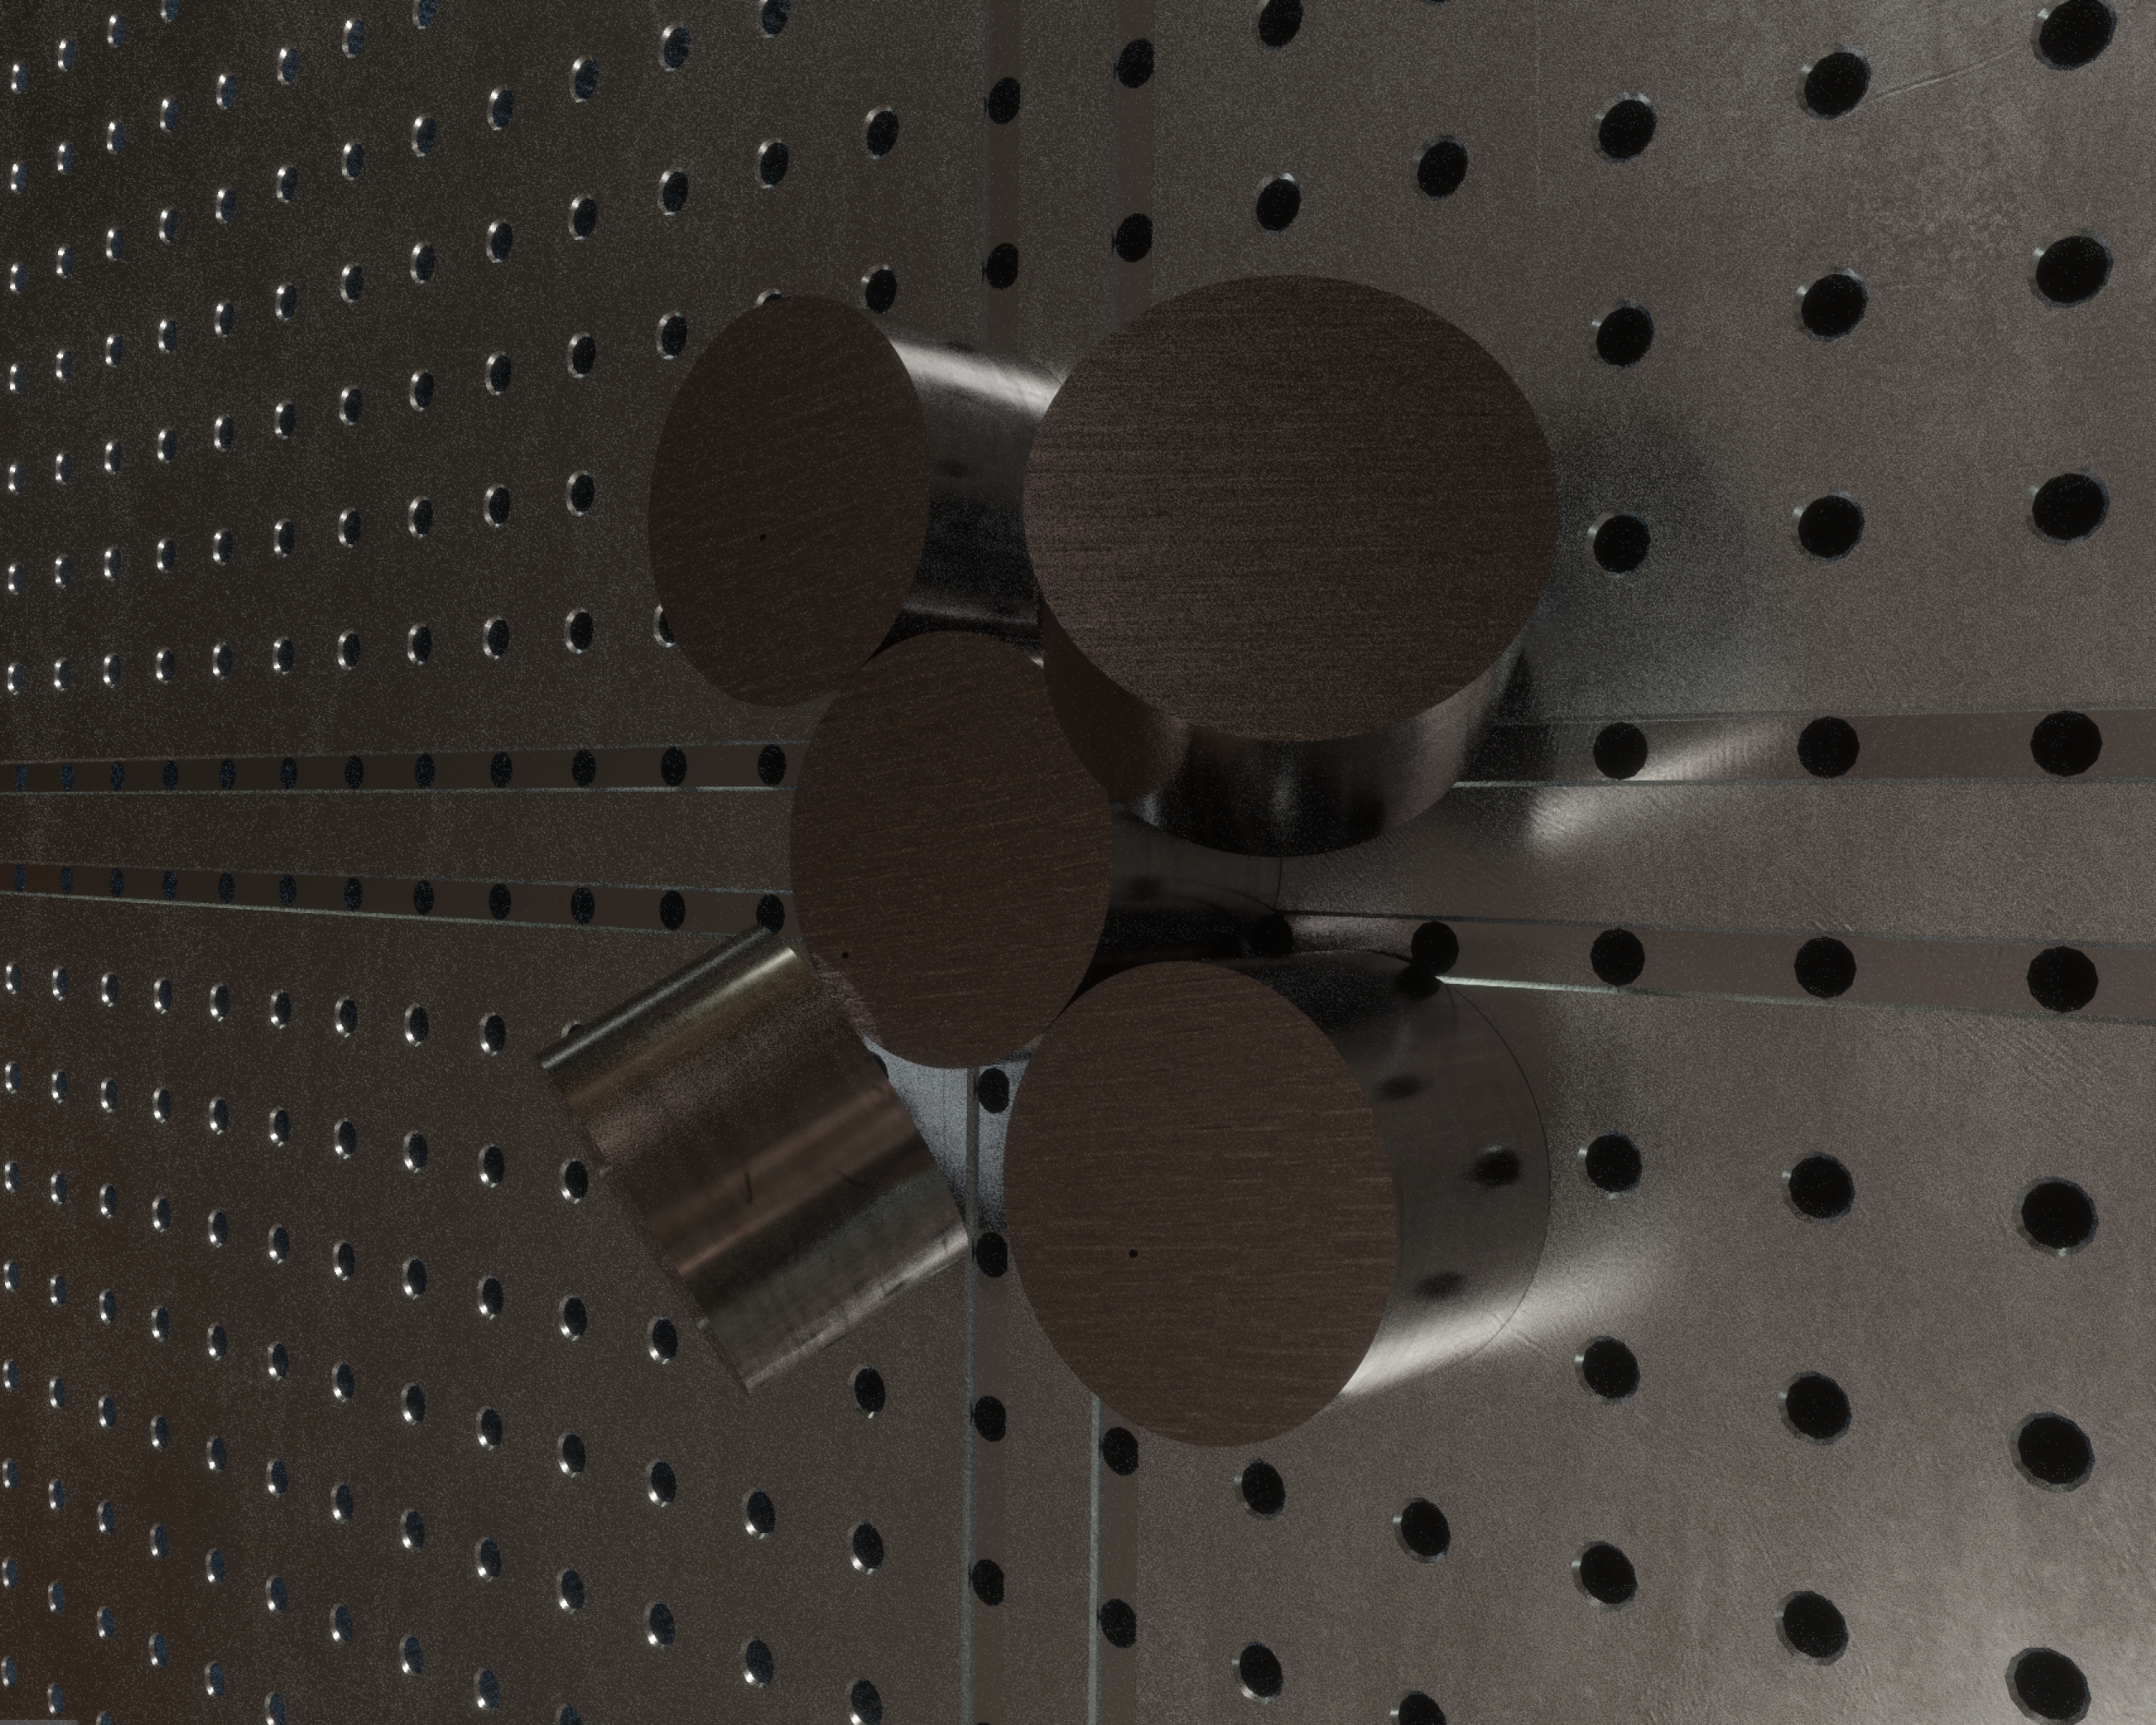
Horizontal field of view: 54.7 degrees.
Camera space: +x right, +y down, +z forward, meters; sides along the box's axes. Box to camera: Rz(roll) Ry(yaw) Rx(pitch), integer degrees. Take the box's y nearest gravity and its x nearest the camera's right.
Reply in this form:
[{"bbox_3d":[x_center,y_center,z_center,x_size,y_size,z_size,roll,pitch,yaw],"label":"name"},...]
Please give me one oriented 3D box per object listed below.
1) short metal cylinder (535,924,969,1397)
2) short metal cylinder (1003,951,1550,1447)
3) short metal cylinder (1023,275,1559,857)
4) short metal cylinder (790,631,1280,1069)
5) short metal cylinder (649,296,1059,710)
[{"bbox_3d":[-0.066,0.059,0.418,0.080,0.050,0.080,50,161,25],"label":"short metal cylinder"},{"bbox_3d":[0.034,0.056,0.363,0.080,0.050,0.079,0,90,39],"label":"short metal cylinder"},{"bbox_3d":[0.033,-0.047,0.338,0.080,0.050,0.080,-1,70,2],"label":"short metal cylinder"},{"bbox_3d":[-0.009,-0.002,0.398,0.080,0.050,0.079,0,90,39],"label":"short metal cylinder"},{"bbox_3d":[-0.042,-0.070,0.425,0.080,0.050,0.079,0,90,39],"label":"short metal cylinder"}]
